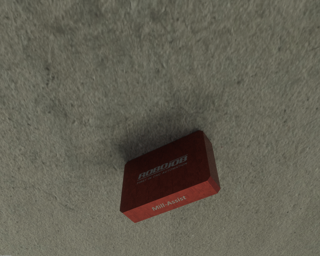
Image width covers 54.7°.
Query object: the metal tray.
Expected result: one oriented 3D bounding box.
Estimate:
[{"bbox_3d":[0.010,0.065,0.419,0.130,0.090,0.030,-25,126,19],"label":"metal tray"}]
